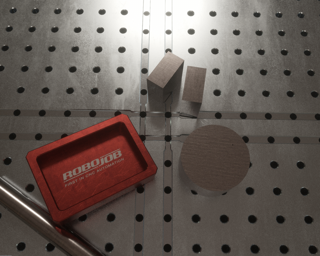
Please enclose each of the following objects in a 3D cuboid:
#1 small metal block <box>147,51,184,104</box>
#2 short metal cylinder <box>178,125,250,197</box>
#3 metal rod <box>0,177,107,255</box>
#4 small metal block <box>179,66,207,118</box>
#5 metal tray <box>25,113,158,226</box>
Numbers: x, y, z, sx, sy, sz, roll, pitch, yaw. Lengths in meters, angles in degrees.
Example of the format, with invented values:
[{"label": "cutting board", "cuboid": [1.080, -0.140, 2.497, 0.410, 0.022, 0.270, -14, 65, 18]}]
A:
[{"label": "small metal block", "cuboid": [0.007, -0.068, 0.423, 0.025, 0.050, 0.050, 32, 73, 11]}, {"label": "short metal cylinder", "cuboid": [0.065, 0.042, 0.384, 0.081, 0.050, 0.080, 0, 70, 0]}, {"label": "metal rod", "cuboid": [-0.089, 0.144, 0.357, 0.301, 0.025, 0.025, 32, 73, 10]}, {"label": "small metal block", "cuboid": [0.044, -0.048, 0.416, 0.025, 0.050, 0.050, 9, 70, 3]}, {"label": "metal tray", "cuboid": [-0.081, 0.047, 0.378, 0.131, 0.030, 0.090, -24, 72, -20]}]
